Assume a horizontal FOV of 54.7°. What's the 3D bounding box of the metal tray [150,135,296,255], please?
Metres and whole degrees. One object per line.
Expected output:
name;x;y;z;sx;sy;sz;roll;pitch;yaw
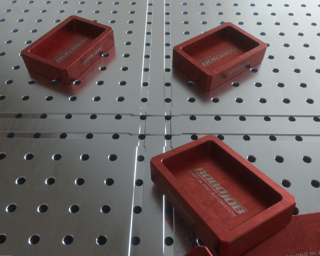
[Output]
metal tray;0.059;0.063;0.325;0.091;0.030;0.130;-20;38;-24

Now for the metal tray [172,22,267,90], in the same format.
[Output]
metal tray;0.097;-0.121;0.507;0.131;0.030;0.090;-30;57;-24

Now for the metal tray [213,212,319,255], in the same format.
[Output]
metal tray;0.125;0.133;0.294;0.131;0.030;0.090;-6;50;-6

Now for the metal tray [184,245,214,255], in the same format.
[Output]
metal tray;0.010;0.167;0.236;0.130;0.030;0.090;-36;57;-4

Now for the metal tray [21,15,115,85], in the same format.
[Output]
metal tray;-0.148;-0.134;0.514;0.090;0.030;0.130;23;53;17
